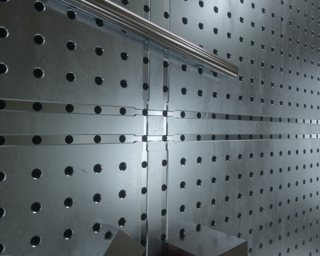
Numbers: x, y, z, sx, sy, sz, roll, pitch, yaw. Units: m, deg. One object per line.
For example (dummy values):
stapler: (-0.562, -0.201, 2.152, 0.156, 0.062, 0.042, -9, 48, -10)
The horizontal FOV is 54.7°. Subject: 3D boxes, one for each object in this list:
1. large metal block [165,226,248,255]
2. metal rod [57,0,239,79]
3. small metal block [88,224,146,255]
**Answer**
large metal block: (0.064, 0.182, 0.430, 0.081, 0.080, 0.050, -5, 93, -40)
metal rod: (0.006, -0.120, 0.416, 0.302, 0.025, 0.025, 13, 82, -39)
small metal block: (-0.052, 0.151, 0.367, 0.050, 0.025, 0.050, 48, 61, -30)
